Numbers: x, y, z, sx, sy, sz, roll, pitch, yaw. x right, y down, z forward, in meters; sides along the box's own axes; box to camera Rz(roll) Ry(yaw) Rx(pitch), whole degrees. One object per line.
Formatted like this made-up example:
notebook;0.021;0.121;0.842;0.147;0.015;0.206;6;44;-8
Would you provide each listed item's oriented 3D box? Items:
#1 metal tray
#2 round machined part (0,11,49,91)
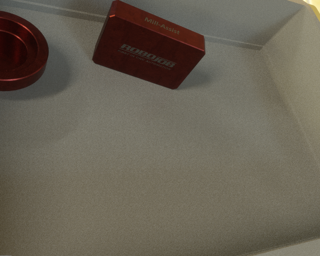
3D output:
metal tray;-0.016;-0.107;0.421;0.131;0.090;0.030;16;55;-20
round machined part;-0.180;-0.081;0.348;0.099;0.042;0.098;14;56;-21
